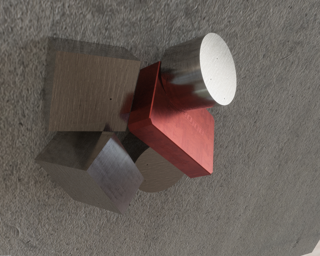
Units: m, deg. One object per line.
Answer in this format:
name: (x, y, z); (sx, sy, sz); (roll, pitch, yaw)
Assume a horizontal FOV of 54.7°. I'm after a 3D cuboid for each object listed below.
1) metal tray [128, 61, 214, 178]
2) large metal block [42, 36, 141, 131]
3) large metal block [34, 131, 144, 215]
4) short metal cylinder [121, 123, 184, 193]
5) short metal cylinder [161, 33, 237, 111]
metal tray: (0.021, -0.006, 0.376); (0.030, 0.090, 0.130); (-17, 139, 33)
large metal block: (-0.074, -0.043, 0.322); (0.081, 0.050, 0.079); (1, 118, -29)
large metal block: (-0.077, 0.047, 0.351); (0.050, 0.080, 0.080); (-59, 139, -33)
short metal cylinder: (-0.008, 0.039, 0.413); (0.081, 0.050, 0.079); (-14, 124, -21)
short metal cylinder: (0.046, -0.062, 0.354); (0.080, 0.050, 0.080); (12, 74, -49)
